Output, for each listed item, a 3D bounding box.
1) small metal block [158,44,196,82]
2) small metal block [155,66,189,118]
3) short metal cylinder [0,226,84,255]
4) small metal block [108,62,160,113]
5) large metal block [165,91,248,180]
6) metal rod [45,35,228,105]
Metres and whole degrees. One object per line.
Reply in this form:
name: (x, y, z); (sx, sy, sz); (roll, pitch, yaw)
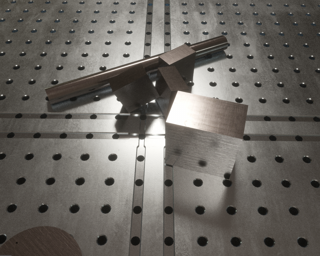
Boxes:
small metal block: (0.025, -0.092, 0.469); (0.050, 0.050, 0.025); (-31, 57, -23)
small metal block: (0.014, -0.051, 0.432); (0.025, 0.050, 0.050); (-11, 51, -19)
short metal cylinder: (-0.105, 0.136, 0.276); (0.081, 0.050, 0.080); (1, 50, 0)
small metal block: (-0.035, -0.054, 0.427); (0.050, 0.050, 0.025); (-28, 53, 4)
large metal block: (0.052, 0.010, 0.365); (0.080, 0.080, 0.050); (13, 51, 10)
metal rod: (-0.026, -0.096, 0.487); (0.302, 0.025, 0.025); (-21, 53, -17)
